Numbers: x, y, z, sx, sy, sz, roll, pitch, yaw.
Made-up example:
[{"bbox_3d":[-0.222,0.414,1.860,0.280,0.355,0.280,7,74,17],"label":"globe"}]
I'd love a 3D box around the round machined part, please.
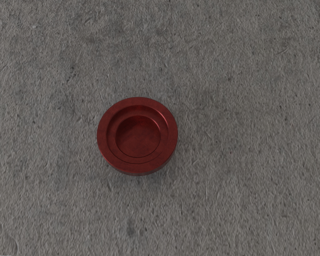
[{"bbox_3d":[-0.027,0.013,0.394,0.099,0.042,0.098,0,70,0],"label":"round machined part"}]
